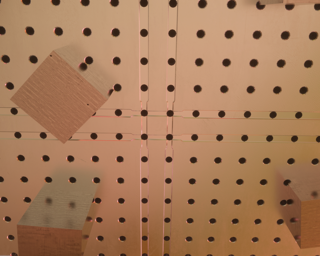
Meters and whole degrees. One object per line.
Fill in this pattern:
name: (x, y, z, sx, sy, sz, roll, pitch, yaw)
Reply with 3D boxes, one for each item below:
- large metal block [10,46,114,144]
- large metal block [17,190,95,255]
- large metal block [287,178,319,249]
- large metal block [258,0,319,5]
large metal block: (-0.118, -0.042, 0.384, 0.080, 0.050, 0.080, -43, 105, 14)
large metal block: (-0.140, 0.133, 0.432, 0.080, 0.080, 0.050, 6, 110, -2)
large metal block: (0.233, 0.120, 0.446, 0.080, 0.050, 0.080, -8, 110, 3)
large metal block: (0.143, -0.171, 0.322, 0.050, 0.080, 0.079, 0, 110, 0)
